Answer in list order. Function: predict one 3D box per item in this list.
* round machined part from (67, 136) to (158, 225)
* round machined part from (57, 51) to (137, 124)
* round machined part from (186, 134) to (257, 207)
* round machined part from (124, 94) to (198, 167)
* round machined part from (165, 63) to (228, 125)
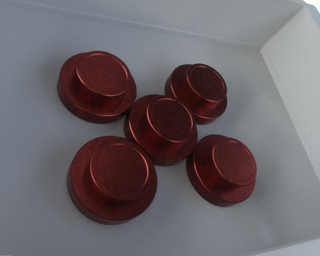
[{"bbox_3d":[-0.047,0.051,0.337,0.099,0.042,0.098,14,56,-21],"label":"round machined part"},{"bbox_3d":[-0.075,-0.058,0.389,0.099,0.042,0.098,14,56,-21],"label":"round machined part"},{"bbox_3d":[0.088,0.051,0.411,0.099,0.042,0.098,14,56,-21],"label":"round machined part"},{"bbox_3d":[0.007,-0.003,0.399,0.099,0.042,0.098,14,56,-21],"label":"round machined part"},{"bbox_3d":[0.060,-0.057,0.462,0.099,0.042,0.098,14,56,-21],"label":"round machined part"}]
